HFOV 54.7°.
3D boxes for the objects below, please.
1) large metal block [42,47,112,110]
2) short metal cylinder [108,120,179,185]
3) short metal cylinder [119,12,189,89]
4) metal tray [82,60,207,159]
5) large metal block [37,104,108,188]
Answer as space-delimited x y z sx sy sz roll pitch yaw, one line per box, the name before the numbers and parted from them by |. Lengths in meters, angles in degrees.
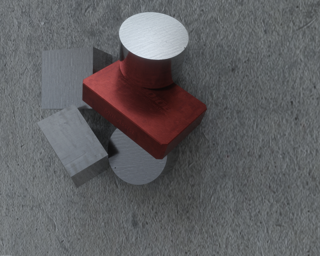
large metal block | -0.116 -0.066 0.436 0.080 0.050 0.080 1 90 20
short metal cylinder | -0.020 0.030 0.405 0.080 0.050 0.080 0 90 20
short metal cylinder | -0.009 -0.095 0.379 0.081 0.050 0.080 3 57 -5
metal tray | -0.020 -0.032 0.384 0.130 0.091 0.030 37 142 16
large metal block | -0.113 0.027 0.413 0.050 0.080 0.080 -32 78 -19
